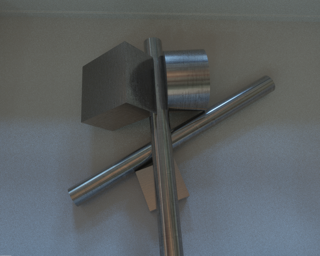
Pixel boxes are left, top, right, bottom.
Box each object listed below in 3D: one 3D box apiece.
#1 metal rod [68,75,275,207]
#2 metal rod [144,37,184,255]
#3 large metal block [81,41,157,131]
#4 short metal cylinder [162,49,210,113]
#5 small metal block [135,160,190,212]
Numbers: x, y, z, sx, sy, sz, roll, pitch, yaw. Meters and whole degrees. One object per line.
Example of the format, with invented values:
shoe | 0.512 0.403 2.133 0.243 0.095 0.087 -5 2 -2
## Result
metal rod | 0.023 0.011 0.403 0.302 0.025 0.025 -30 73 -11
metal rod | 0.002 0.022 0.373 0.025 0.025 0.299 -4 69 -2
large metal block | -0.053 -0.049 0.392 0.080 0.050 0.080 -19 65 36
short metal cylinder | 0.031 -0.060 0.401 0.050 0.080 0.080 -4 70 -3
small metal block | 0.003 0.071 0.382 0.050 0.025 0.050 -20 71 -8
